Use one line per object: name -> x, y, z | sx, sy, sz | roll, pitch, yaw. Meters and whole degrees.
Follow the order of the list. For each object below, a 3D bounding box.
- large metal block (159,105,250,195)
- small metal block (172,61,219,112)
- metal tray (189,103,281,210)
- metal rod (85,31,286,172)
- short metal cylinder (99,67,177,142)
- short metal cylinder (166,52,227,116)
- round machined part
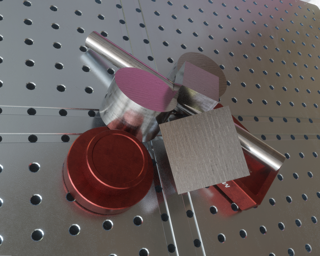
large metal block -> 0.050, 0.026, 0.365 | 0.080, 0.050, 0.080 | -15, 83, 1
small metal block -> 0.046, -0.051, 0.392 | 0.050, 0.025, 0.050 | 23, 45, -14
metal tray -> 0.098, 0.037, 0.431 | 0.130, 0.030, 0.090 | 45, 51, 3
metal rod -> 0.029, -0.038, 0.411 | 0.301, 0.025, 0.025 | 34, 51, 6
short metal cylinder -> -0.027, -0.029, 0.377 | 0.080, 0.050, 0.080 | 22, 35, -16
short metal cylinder -> 0.050, -0.064, 0.454 | 0.081, 0.050, 0.080 | 14, 56, -21
round machined part -> -0.051, 0.041, 0.339 | 0.099, 0.042, 0.098 | 14, 56, -21
